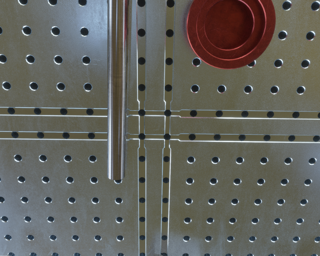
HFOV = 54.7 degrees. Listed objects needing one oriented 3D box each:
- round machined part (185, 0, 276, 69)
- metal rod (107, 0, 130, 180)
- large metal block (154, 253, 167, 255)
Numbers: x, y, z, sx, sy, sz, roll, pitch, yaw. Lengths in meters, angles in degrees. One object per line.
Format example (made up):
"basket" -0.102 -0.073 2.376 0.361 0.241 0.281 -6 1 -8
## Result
"round machined part" 0.079 -0.121 0.361 0.099 0.042 0.097 0 110 -1
"metal rod" -0.053 -0.072 0.386 0.025 0.025 0.298 3 110 -2
"large metal block" 0.020 0.257 0.495 0.081 0.050 0.079 14 110 -6
